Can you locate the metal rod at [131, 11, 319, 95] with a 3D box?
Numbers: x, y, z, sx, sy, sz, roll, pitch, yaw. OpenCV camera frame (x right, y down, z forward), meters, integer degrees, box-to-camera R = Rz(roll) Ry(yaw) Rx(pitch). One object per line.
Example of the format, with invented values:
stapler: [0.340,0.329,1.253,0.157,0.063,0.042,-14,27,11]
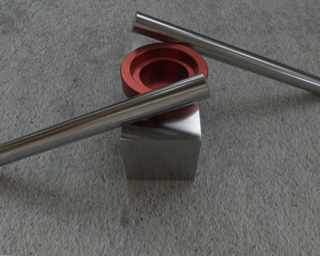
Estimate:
metal rod: [0.109,-0.092,0.414,0.302,0.025,0.025,14,48,-18]

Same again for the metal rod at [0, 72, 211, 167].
metal rod: [-0.094,0.003,0.329,0.301,0.025,0.025,-18,49,14]

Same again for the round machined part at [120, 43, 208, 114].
round machined part: [0.005,-0.054,0.363,0.099,0.042,0.098,0,50,0]

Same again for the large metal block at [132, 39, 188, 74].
large metal block: [0.004,-0.074,0.431,0.081,0.080,0.050,1,50,0]

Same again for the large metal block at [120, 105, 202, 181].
large metal block: [0.001,0.018,0.354,0.081,0.080,0.050,1,50,0]
